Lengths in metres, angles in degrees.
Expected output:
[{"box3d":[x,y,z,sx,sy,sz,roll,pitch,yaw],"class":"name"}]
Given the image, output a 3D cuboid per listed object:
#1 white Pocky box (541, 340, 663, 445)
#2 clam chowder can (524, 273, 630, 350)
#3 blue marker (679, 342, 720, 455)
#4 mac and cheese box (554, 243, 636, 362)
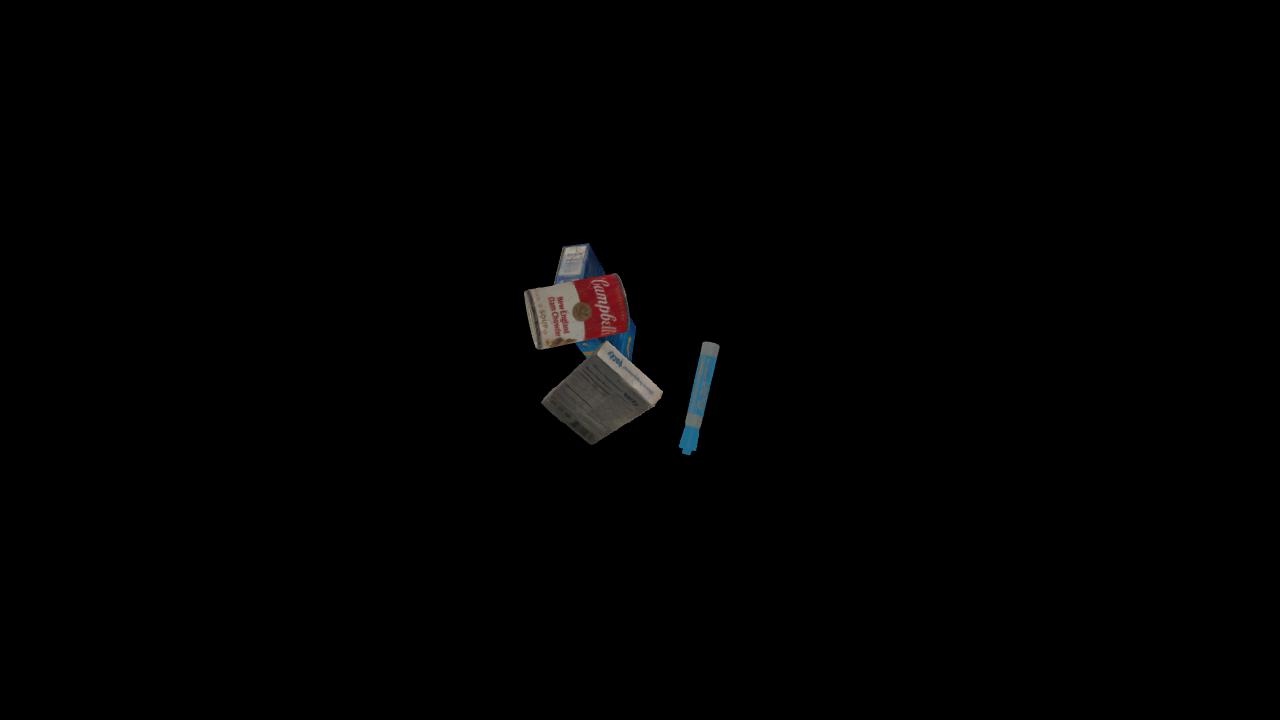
[{"box3d":[-0.047,0.042,0.686,0.154,0.084,0.028,-38,13,52],"class":"white Pocky box"},{"box3d":[-0.069,-0.053,0.670,0.102,0.068,0.068,-12,3,-13],"class":"clam chowder can"},{"box3d":[0.062,0.040,0.648,0.020,0.121,0.020,13,-12,3],"class":"blue marker"},{"box3d":[-0.053,-0.052,0.770,0.041,0.093,0.184,-3,-31,17],"class":"mac and cheese box"}]
